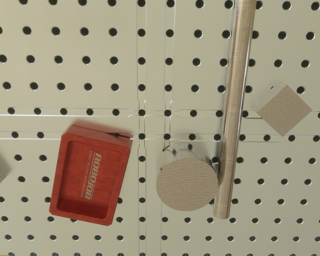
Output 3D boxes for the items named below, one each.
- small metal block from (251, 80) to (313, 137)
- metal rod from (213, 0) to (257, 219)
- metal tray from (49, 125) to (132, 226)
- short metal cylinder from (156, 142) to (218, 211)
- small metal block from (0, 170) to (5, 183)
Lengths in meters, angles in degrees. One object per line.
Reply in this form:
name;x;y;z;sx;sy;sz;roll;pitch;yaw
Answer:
small metal block;0.159;-0.025;0.407;0.050;0.025;0.050;40;105;-14
metal rod;0.095;-0.011;0.410;0.025;0.025;0.298;1;110;-1
metal tray;-0.098;0.069;0.434;0.091;0.030;0.129;14;109;-6
short metal cylinder;0.035;0.066;0.425;0.081;0.050;0.079;0;110;-1
small metal block;-0.258;0.065;0.434;0.050;0.025;0.050;-23;109;8
